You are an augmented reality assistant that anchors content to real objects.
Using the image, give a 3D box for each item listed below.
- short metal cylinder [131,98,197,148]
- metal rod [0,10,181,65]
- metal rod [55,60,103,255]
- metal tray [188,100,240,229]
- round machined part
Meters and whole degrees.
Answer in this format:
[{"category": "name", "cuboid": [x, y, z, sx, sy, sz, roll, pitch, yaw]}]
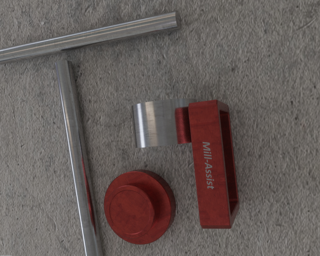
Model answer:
[{"category": "short metal cylinder", "cuboid": [0.007, -0.005, 0.377, 0.080, 0.080, 0.050, -7, 88, 20]}, {"category": "metal rod", "cuboid": [-0.118, -0.127, 0.450, 0.301, 0.025, 0.025, -5, 88, 19]}, {"category": "metal rod", "cuboid": [-0.117, 0.050, 0.450, 0.025, 0.025, 0.298, -11, 86, 19]}, {"category": "metal tray", "cuboid": [0.064, 0.037, 0.351, 0.030, 0.090, 0.129, -6, 88, 20]}, {"category": "round machined part", "cuboid": [-0.032, 0.106, 0.411, 0.098, 0.042, 0.097, 0, 90, 20]}]
